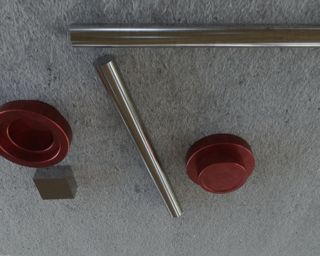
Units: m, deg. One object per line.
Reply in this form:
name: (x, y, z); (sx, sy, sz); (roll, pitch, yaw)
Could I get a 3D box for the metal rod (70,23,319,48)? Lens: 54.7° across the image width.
metal rod: (0.061, -0.097, 0.325); (0.302, 0.025, 0.025); (0, 130, -1)

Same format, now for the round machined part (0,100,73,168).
round machined part: (-0.162, 0.003, 0.397); (0.099, 0.042, 0.097); (0, 130, 0)

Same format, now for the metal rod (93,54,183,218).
metal rod: (-0.018, 0.033, 0.435); (0.025, 0.025, 0.299); (-14, 129, 11)

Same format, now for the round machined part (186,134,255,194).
round machined part: (0.087, 0.058, 0.446); (0.099, 0.042, 0.097); (0, 130, 0)

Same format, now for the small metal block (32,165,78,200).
small metal block: (-0.160, 0.084, 0.478); (0.050, 0.025, 0.050); (-2, 130, 2)
